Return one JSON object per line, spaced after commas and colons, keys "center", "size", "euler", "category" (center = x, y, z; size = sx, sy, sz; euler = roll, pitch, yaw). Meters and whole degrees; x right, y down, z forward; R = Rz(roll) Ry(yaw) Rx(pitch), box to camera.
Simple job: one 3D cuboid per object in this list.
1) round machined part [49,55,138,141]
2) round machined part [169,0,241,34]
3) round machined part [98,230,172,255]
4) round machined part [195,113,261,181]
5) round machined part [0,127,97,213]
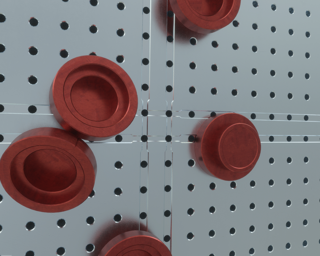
{"center": [-0.079, -0.032, 0.365], "size": [0.099, 0.042, 0.098], "euler": [9, 70, -28], "category": "round machined part"}
{"center": [0.057, -0.178, 0.424], "size": [0.099, 0.042, 0.097], "euler": [0, 90, -20], "category": "round machined part"}
{"center": [-0.035, 0.178, 0.391], "size": [0.099, 0.042, 0.097], "euler": [0, 90, -20], "category": "round machined part"}
{"center": [0.103, 0.027, 0.441], "size": [0.099, 0.042, 0.097], "euler": [0, 90, -20], "category": "round machined part"}
{"center": [-0.120, 0.042, 0.345], "size": [0.099, 0.042, 0.097], "euler": [-2, 116, -4], "category": "round machined part"}
